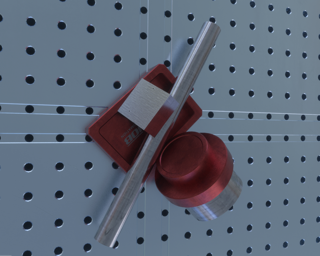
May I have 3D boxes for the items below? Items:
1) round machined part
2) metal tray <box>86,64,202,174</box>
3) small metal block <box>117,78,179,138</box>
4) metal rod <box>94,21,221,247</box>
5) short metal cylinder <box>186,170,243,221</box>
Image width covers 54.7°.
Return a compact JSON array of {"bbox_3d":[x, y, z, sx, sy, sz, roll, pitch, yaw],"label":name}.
[{"bbox_3d":[0.035,0.043,0.377,0.098,0.098,0.042,-48,127,-14],"label":"round machined part"},{"bbox_3d":[-0.018,-0.009,0.403,0.130,0.030,0.090,-45,104,-15],"label":"metal tray"},{"bbox_3d":[-0.014,-0.025,0.372,0.050,0.050,0.025,-54,145,-3],"label":"small metal block"},{"bbox_3d":[0.002,0.000,0.382,0.025,0.025,0.299,30,80,-18],"label":"metal rod"},{"bbox_3d":[0.059,0.074,0.405,0.080,0.080,0.050,-45,105,-15],"label":"short metal cylinder"}]
